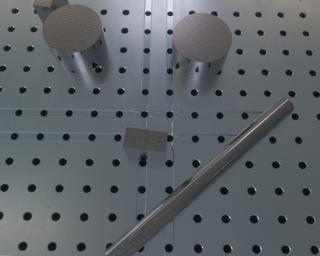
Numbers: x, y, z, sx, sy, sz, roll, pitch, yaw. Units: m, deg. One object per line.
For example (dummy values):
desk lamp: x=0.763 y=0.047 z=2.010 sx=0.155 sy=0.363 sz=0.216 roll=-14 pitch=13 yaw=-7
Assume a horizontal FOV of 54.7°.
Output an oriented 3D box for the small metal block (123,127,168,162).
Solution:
small metal block: x=-0.017 y=0.022 z=0.390 sx=0.050 sy=0.050 sz=0.025 roll=8 pitch=70 yaw=3

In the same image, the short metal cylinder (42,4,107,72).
short metal cylinder: x=-0.119 y=-0.128 z=0.444 sx=0.081 sy=0.050 sz=0.080 roll=0 pitch=70 yaw=0

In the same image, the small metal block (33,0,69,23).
small metal block: x=-0.162 y=-0.185 z=0.465 sx=0.025 sy=0.050 sz=0.050 roll=9 pitch=70 yaw=3

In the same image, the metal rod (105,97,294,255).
metal rod: x=0.059 y=0.060 z=0.390 sx=0.301 sy=0.025 sz=0.025 roll=-39 pitch=75 yaw=-13

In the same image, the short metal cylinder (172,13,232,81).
short metal cylinder: x=0.057 y=-0.115 z=0.441 sx=0.081 sy=0.050 sz=0.080 roll=0 pitch=70 yaw=0
